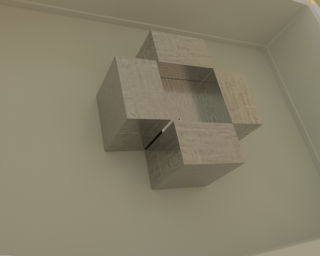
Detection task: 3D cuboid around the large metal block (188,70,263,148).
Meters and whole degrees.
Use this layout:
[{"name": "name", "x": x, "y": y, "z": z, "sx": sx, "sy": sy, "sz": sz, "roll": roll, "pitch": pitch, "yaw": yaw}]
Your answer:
[{"name": "large metal block", "x": 0.083, "y": -0.022, "z": 0.427, "sx": 0.050, "sy": 0.080, "sz": 0.080, "roll": 1, "pitch": 62, "yaw": -28}]

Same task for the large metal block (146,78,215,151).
[{"name": "large metal block", "x": 0.020, "y": -0.017, "z": 0.407, "sx": 0.081, "sy": 0.050, "sz": 0.080, "roll": 1, "pitch": 62, "yaw": -28}]

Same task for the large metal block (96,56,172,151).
[{"name": "large metal block", "x": -0.035, "y": -0.026, "z": 0.366, "sx": 0.050, "sy": 0.080, "sz": 0.080, "roll": 1, "pitch": 62, "yaw": -28}]

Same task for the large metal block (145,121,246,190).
[{"name": "large metal block", "x": 0.038, "y": 0.034, "z": 0.368, "sx": 0.081, "sy": 0.080, "sz": 0.050, "roll": 2, "pitch": 61, "yaw": -27}]

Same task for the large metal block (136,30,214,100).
[{"name": "large metal block", "x": 0.013, "y": -0.081, "z": 0.424, "sx": 0.081, "sy": 0.080, "sz": 0.050, "roll": 1, "pitch": 62, "yaw": -28}]
